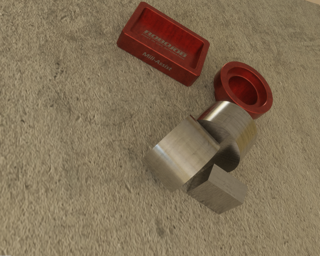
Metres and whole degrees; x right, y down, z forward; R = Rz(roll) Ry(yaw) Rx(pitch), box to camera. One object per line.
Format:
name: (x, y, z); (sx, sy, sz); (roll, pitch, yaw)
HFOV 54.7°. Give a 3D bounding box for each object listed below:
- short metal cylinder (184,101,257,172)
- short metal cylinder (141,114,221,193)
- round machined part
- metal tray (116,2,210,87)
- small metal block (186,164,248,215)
short metal cylinder: (0.078, 0.012, 0.403); (0.080, 0.080, 0.050); (46, 51, 4)
short metal cylinder: (0.024, 0.029, 0.364); (0.050, 0.080, 0.080); (47, 51, 4)
round machined part: (0.127, -0.055, 0.494); (0.099, 0.042, 0.098); (14, 56, -21)
metal tray: (0.009, -0.132, 0.485); (0.131, 0.030, 0.090); (28, 52, -10)
small metal block: (0.069, 0.076, 0.379); (0.050, 0.050, 0.025); (34, 51, -6)
